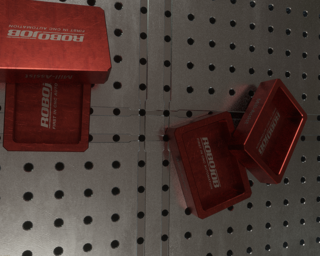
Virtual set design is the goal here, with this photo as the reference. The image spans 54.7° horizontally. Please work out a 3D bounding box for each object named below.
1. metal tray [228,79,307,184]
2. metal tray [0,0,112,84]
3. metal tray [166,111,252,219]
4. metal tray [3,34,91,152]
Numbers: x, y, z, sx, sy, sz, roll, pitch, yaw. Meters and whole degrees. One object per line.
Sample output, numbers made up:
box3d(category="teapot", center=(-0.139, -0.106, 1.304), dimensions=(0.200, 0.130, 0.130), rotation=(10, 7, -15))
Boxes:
box3d(category="metal tray", center=(0.161, 0.004, 0.451), dimensions=(0.090, 0.030, 0.130), rotation=(43, 65, -23))
box3d(category="metal tray", center=(-0.126, -0.096, 0.346), dimensions=(0.131, 0.030, 0.090), rotation=(-2, 68, -21))
box3d(category="metal tray", center=(0.070, 0.050, 0.437), dimensions=(0.091, 0.030, 0.129), rotation=(-19, 97, -19))
box3d(category="metal tray", center=(-0.129, -0.038, 0.362), dimensions=(0.091, 0.030, 0.129), rotation=(3, 89, -21))
